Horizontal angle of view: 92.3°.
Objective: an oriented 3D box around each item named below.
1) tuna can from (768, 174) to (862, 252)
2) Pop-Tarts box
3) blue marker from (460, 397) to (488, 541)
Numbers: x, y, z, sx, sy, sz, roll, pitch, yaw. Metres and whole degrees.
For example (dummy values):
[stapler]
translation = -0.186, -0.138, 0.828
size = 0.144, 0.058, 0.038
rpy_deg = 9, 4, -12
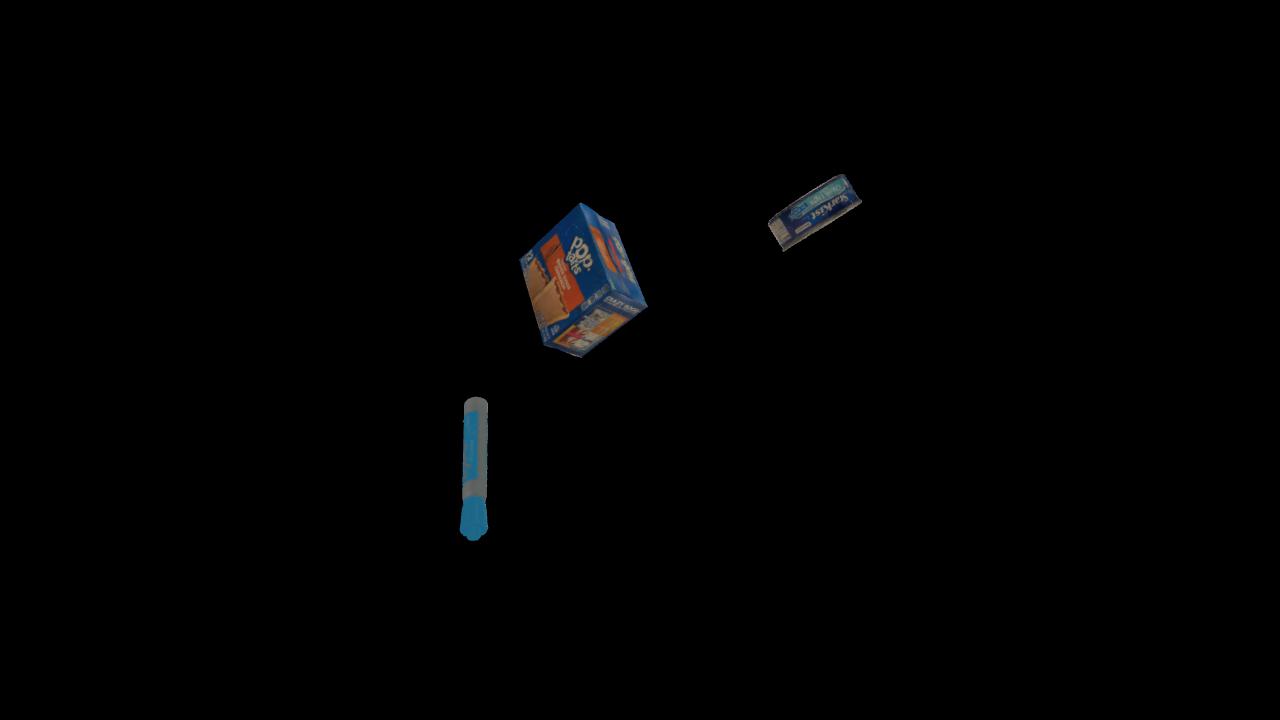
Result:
[tuna can]
translation = 0.165, -0.140, 0.586
size = 0.084, 0.034, 0.084
rpy_deg = -32, 1, 1
[Pop-Tarts box]
translation = -0.088, -0.115, 0.907
size = 0.141, 0.167, 0.083
rpy_deg = -35, -31, 26
[blue marker]
translation = -0.123, 0.078, 0.458
size = 0.020, 0.020, 0.121
rpy_deg = -7, 46, -7
